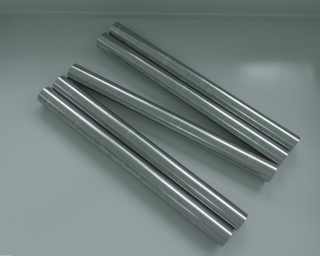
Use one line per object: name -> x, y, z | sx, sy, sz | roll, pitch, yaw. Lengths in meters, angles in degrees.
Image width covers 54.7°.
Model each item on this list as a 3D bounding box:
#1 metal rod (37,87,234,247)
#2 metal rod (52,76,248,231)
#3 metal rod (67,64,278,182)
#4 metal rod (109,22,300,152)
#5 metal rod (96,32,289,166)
metal rod -> -0.039, 0.041, 0.393 | 0.300, 0.025, 0.025 | 36, 74, 12
metal rod -> -0.021, 0.025, 0.399 | 0.300, 0.025, 0.025 | 36, 74, 12
metal rod -> 0.009, -0.011, 0.412 | 0.301, 0.025, 0.025 | 27, 72, 9
metal rod -> 0.053, -0.062, 0.431 | 0.300, 0.025, 0.025 | 35, 74, 12
metal rod -> 0.036, -0.045, 0.425 | 0.300, 0.025, 0.025 | 35, 74, 12
